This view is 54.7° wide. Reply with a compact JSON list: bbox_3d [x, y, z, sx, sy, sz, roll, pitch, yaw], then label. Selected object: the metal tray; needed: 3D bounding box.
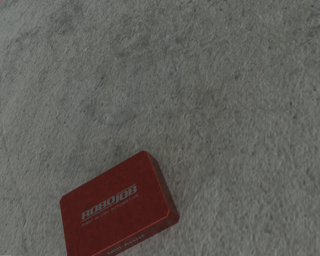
[{"bbox_3d":[-0.052,0.096,0.368,0.130,0.030,0.090,-30,52,8],"label":"metal tray"}]
